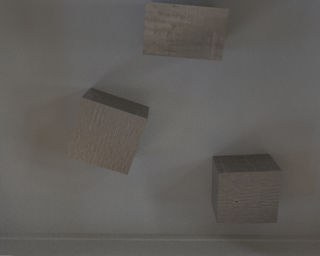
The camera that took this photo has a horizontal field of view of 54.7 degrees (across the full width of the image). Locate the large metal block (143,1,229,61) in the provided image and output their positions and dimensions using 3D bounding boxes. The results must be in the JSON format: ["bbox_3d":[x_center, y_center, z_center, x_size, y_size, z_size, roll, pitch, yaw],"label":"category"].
[{"bbox_3d":[0.025,-0.108,0.342,0.081,0.080,0.050,4,110,-2],"label":"large metal block"}]

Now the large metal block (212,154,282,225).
[{"bbox_3d":[0.116,0.084,0.430,0.080,0.050,0.079,-2,110,1],"label":"large metal block"}]

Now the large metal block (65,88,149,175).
[{"bbox_3d":[-0.066,0.003,0.398,0.080,0.050,0.079,18,109,-7],"label":"large metal block"}]
